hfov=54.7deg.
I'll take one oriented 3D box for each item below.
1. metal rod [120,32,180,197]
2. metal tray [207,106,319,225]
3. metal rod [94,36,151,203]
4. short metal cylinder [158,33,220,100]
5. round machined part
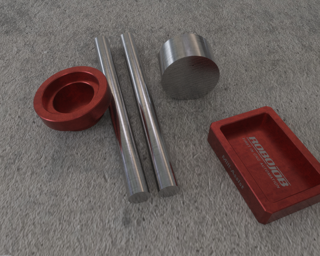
[{"bbox_3d":[-0.023,-0.041,0.437,0.025,0.025,0.300,-10,51,-8],"label":"metal rod"},{"bbox_3d":[0.126,0.037,0.369,0.091,0.030,0.130,-17,52,-14],"label":"metal tray"},{"bbox_3d":[-0.061,-0.035,0.431,0.025,0.025,0.300,-12,51,-10],"label":"metal rod"},{"bbox_3d":[0.039,-0.085,0.440,0.081,0.080,0.050,-4,50,-4],"label":"short metal cylinder"},{"bbox_3d":[-0.112,-0.034,0.413,0.098,0.042,0.098,-6,52,7],"label":"round machined part"}]
